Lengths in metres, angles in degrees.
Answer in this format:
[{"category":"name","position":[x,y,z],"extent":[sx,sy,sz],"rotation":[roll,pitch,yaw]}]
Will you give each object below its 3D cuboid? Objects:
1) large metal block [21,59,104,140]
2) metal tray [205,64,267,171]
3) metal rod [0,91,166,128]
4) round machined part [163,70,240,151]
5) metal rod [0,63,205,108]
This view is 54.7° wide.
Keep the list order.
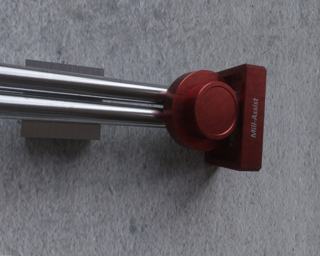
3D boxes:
[{"category":"large metal block","position":[-0.110,-0.029,0.353],"extent":[0.081,0.050,0.079],"rotation":[4,89,-20]},{"category":"metal tray","position":[0.097,-0.012,0.412],"extent":[0.030,0.090,0.129],"rotation":[4,89,-20]},{"category":"metal rod","position":[-0.042,-0.015,0.348],"extent":[0.302,0.025,0.025],"rotation":[3,89,-33]},{"category":"round machined part","position":[0.056,-0.021,0.371],"extent":[0.099,0.042,0.097],"rotation":[-2,93,-31]},{"category":"metal rod","position":[-0.040,-0.042,0.348],"extent":[0.302,0.025,0.025],"rotation":[3,89,-33]}]
